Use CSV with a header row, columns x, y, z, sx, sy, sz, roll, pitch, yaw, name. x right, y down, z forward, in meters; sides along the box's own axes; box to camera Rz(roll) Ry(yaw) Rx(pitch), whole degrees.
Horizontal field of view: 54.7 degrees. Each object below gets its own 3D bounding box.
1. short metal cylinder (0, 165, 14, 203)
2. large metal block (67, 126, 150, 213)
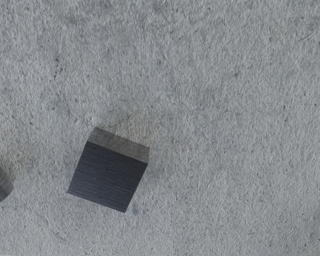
x,y,z,sx,sy,sz,roll,pitch,yaw,name
-0.244,0.079,0.407,0.080,0.080,0.050,-22,109,8,short metal cylinder
-0.068,0.056,0.416,0.080,0.050,0.079,22,109,-8,large metal block
